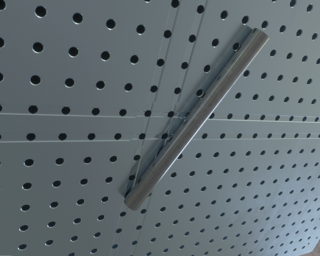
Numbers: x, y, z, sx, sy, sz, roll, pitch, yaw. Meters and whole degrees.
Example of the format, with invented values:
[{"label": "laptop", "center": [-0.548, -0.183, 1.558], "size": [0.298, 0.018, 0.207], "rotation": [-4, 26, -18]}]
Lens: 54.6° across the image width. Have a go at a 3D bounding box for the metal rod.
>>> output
[{"label": "metal rod", "center": [0.045, -0.005, 0.431], "size": [0.025, 0.025, 0.299], "rotation": [29, 102, -38]}]
